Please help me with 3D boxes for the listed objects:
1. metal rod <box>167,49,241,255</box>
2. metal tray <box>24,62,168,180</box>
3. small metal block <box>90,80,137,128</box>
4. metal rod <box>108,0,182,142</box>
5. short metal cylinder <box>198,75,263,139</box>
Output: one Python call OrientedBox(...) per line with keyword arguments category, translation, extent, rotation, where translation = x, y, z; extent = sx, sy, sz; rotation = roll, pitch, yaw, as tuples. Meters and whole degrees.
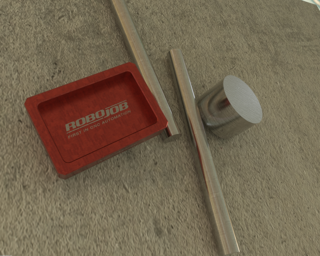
OrientedBox(category="metal rod", translation=(0.052, 0.015, 0.424), extent=(0.025, 0.025, 0.299), rotation=(2, 61, -28))
OrientedBox(category="metal tray", translation=(-0.068, -0.012, 0.347), extent=(0.131, 0.030, 0.090), rotation=(-25, 80, -23))
OrientedBox(category="small metal block", translation=(-0.052, -0.032, 0.396), extent=(0.050, 0.025, 0.050), rotation=(43, 51, 1))
OrientedBox(category="metal rod", translation=(-0.035, -0.117, 0.457), extent=(0.025, 0.025, 0.299), rotation=(-9, 66, -32))
OrientedBox(category="short metal cylinder", translation=(0.103, -0.030, 0.453), extent=(0.080, 0.050, 0.080), rotation=(24, 48, -29))
